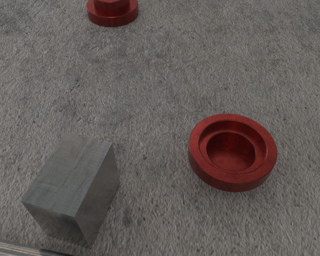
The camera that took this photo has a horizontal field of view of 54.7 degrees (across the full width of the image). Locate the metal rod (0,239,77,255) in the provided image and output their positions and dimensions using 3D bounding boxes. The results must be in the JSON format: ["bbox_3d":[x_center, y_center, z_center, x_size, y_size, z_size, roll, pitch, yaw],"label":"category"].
[{"bbox_3d":[-0.088,0.132,0.291,0.301,0.025,0.025,9,51,7],"label":"metal rod"}]

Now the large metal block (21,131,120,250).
[{"bbox_3d":[-0.082,0.064,0.313,0.050,0.080,0.080,13,51,11],"label":"large metal block"}]

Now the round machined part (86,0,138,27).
[{"bbox_3d":[-0.091,-0.238,0.592,0.099,0.042,0.098,0,50,0],"label":"round machined part"}]

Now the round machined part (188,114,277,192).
[{"bbox_3d":[0.082,0.032,0.365,0.099,0.042,0.098,0,50,0],"label":"round machined part"}]
